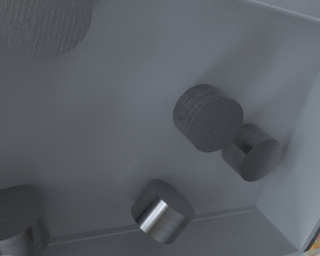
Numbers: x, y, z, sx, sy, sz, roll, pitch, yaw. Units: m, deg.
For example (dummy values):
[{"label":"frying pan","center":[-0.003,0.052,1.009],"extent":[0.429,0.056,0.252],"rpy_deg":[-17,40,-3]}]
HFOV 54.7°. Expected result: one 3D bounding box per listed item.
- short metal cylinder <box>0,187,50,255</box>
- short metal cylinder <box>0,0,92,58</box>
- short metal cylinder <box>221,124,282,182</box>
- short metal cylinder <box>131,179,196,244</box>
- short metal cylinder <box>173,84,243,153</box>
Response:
[{"label":"short metal cylinder","center":[-0.170,0.113,0.350],"extent":[0.081,0.080,0.050],"rpy_deg":[-12,124,-22]},{"label":"short metal cylinder","center":[-0.105,-0.107,0.269],"extent":[0.081,0.050,0.079],"rpy_deg":[-14,125,-21]},{"label":"short metal cylinder","center":[0.148,0.039,0.500],"extent":[0.081,0.050,0.079],"rpy_deg":[-14,125,-21]},{"label":"short metal cylinder","center":[0.005,0.121,0.452],"extent":[0.080,0.080,0.050],"rpy_deg":[30,102,-38]},{"label":"short metal cylinder","center":[0.065,-0.014,0.422],"extent":[0.081,0.050,0.079],"rpy_deg":[-14,125,-21]}]
